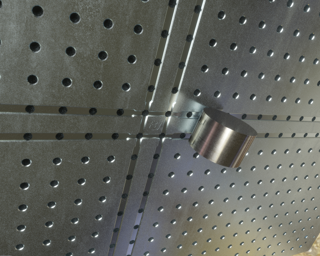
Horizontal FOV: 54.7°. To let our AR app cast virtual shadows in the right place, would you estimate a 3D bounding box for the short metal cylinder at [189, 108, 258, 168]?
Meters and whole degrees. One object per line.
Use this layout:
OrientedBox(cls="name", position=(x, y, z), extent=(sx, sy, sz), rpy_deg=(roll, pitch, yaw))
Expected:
OrientedBox(cls="short metal cylinder", position=(0.087, 0.012, 0.433), extent=(0.081, 0.080, 0.050), rpy_deg=(10, 113, -33))
